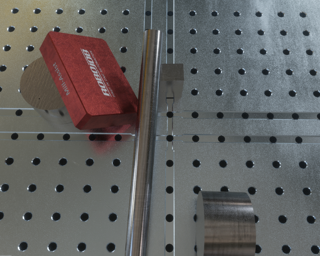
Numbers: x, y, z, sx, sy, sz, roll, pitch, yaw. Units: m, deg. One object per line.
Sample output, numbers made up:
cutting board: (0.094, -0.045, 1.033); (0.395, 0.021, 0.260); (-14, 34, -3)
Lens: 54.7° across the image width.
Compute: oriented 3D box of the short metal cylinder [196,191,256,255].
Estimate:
short metal cylinder: (0.069, 0.111, 0.342); (0.050, 0.080, 0.080); (2, 70, 1)

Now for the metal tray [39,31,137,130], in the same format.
metal tray: (-0.088, -0.063, 0.403); (0.091, 0.030, 0.130); (-8, 63, -49)

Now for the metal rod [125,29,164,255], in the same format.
metal rod: (-0.019, 0.029, 0.368); (0.025, 0.025, 0.298); (4, 82, 1)

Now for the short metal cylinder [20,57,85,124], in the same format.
short metal cylinder: (-0.137, -0.051, 0.416); (0.081, 0.050, 0.080); (0, 70, 0)

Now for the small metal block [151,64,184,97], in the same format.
small metal block: (0.005, -0.064, 0.422); (0.050, 0.050, 0.025); (-1, 70, 0)
